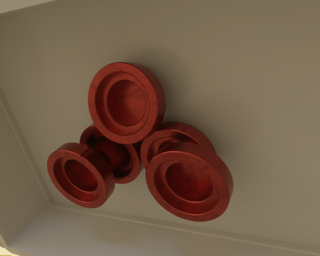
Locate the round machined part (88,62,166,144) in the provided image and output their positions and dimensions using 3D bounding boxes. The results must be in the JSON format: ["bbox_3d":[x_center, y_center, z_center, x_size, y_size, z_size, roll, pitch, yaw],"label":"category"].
[{"bbox_3d":[-0.037,-0.032,0.383,0.098,0.042,0.097,6,103,26],"label":"round machined part"}]

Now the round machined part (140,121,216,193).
[{"bbox_3d":[0.027,0.034,0.403,0.098,0.042,0.097,13,124,21],"label":"round machined part"}]

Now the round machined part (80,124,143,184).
[{"bbox_3d":[-0.063,0.029,0.447,0.098,0.042,0.097,13,124,21],"label":"round machined part"}]

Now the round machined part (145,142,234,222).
[{"bbox_3d":[0.036,0.057,0.358,0.098,0.042,0.097,13,124,21],"label":"round machined part"}]

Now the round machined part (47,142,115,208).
[{"bbox_3d":[-0.105,0.061,0.435,0.098,0.042,0.097,13,124,21],"label":"round machined part"}]
